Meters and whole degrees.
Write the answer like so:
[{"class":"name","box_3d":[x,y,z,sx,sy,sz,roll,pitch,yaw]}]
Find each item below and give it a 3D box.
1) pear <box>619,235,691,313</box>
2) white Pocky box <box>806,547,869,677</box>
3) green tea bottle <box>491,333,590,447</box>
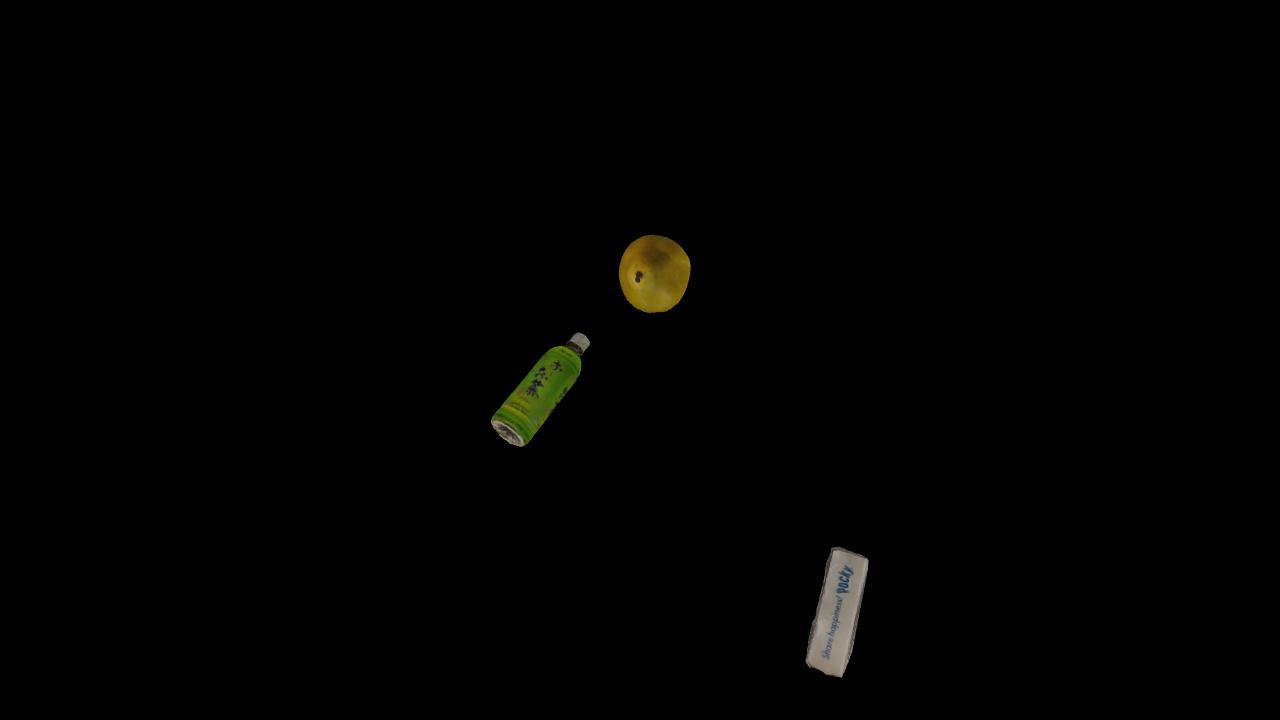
[{"class":"pear","box_3d":[0.008,-0.090,0.616,0.080,0.080,0.111,0,-3,15]},{"class":"white Pocky box","box_3d":[0.161,0.196,0.492,0.028,0.084,0.154,12,-14,24]},{"class":"green tea bottle","box_3d":[-0.151,0.038,0.990,0.073,0.212,0.073,24,-31,15]}]
